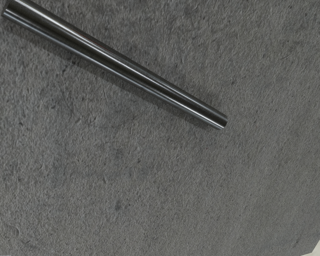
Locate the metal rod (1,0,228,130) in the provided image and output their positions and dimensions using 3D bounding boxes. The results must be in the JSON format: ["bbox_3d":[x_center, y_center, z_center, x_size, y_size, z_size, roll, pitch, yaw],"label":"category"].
[{"bbox_3d":[-0.022,-0.058,0.358,0.302,0.025,0.025,24,105,-37],"label":"metal rod"}]
